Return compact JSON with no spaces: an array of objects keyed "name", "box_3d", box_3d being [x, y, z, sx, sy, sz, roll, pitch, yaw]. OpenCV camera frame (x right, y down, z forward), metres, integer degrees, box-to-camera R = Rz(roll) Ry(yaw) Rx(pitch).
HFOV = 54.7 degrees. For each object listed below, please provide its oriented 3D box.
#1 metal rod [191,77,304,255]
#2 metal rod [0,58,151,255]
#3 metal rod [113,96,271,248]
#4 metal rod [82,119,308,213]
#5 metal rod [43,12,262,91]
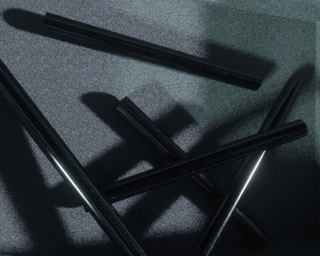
[{"name":"metal rod","box_3d":[0.133,0.043,0.440,0.025,0.025,0.300,41,70,-16]},{"name":"metal rod","box_3d":[-0.099,0.049,0.351,0.025,0.025,0.299,-37,94,-16]},{"name":"metal rod","box_3d":[0.053,0.069,0.430,0.300,0.025,0.025,44,76,-15]},{"name":"metal rod","box_3d":[0.050,0.045,0.398,0.302,0.025,0.025,-18,96,-8]},{"name":"metal rod","box_3d":[0.005,-0.095,0.412,0.302,0.025,0.025,11,86,-20]}]
